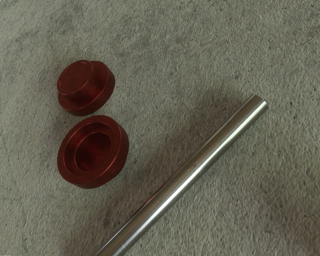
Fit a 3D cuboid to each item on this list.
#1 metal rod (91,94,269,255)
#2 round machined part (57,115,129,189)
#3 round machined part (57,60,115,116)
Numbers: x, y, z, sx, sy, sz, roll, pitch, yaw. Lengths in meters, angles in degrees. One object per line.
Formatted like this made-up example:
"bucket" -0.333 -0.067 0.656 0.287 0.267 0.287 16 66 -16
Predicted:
"metal rod" 0.010 0.075 0.351 0.300 0.025 0.025 -45 51 -4
"round machined part" -0.084 0.035 0.414 0.098 0.042 0.098 -13 56 20
"round machined part" -0.126 -0.071 0.500 0.098 0.042 0.098 -13 56 20
